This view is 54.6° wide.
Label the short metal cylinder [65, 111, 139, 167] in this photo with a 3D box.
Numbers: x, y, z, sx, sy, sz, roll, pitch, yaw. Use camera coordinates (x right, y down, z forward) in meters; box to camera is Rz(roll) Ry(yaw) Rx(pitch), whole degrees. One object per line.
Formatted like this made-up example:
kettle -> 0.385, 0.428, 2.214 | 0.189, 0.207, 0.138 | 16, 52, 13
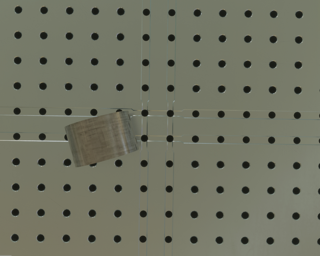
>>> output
short metal cylinder -> -0.072, 0.013, 0.385 | 0.080, 0.080, 0.050 | -15, 90, 0
